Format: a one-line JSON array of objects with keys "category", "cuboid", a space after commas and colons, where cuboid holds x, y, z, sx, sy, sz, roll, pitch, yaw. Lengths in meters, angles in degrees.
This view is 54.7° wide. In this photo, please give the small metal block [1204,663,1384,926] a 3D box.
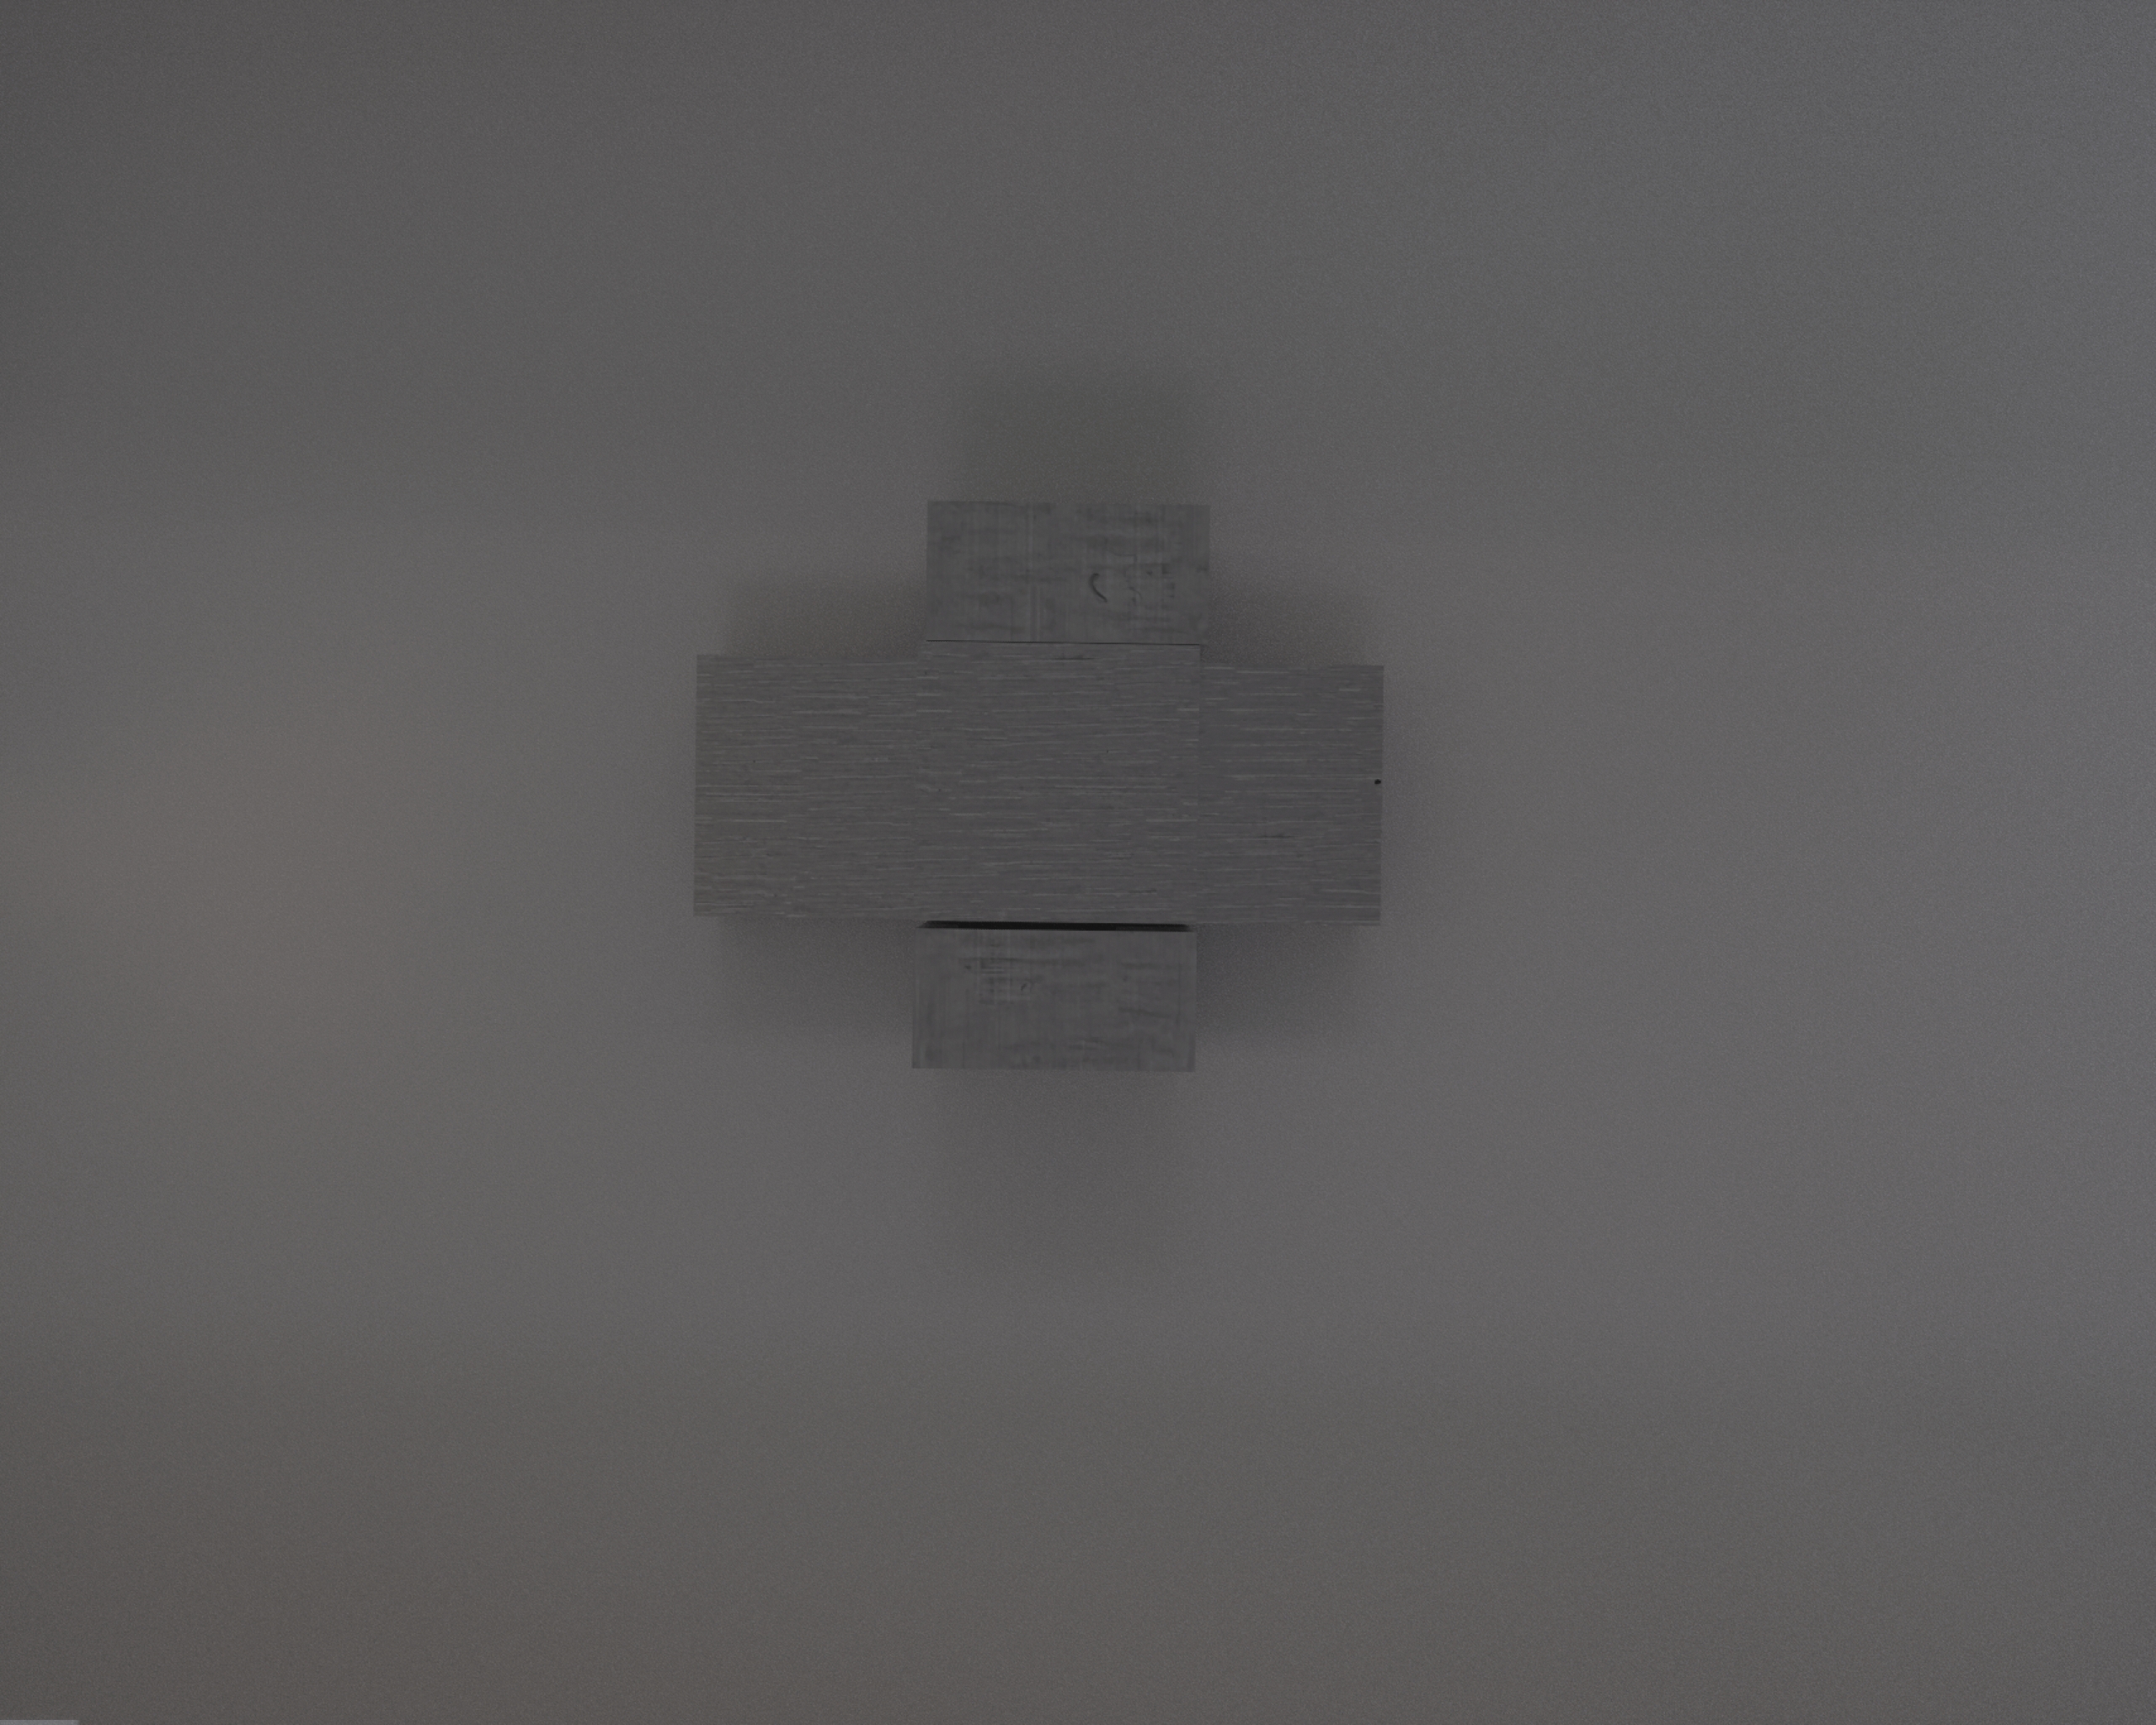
[{"category": "small metal block", "cuboid": [0.033, -0.013, 0.410, 0.050, 0.025, 0.050, 1, 90, -1]}]

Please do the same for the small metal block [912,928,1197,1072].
[{"category": "small metal block", "cuboid": [-0.004, 0.024, 0.396, 0.050, 0.050, 0.025, 1, 90, 0]}]

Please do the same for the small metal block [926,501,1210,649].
[{"category": "small metal block", "cuboid": [-0.002, -0.052, 0.396, 0.050, 0.050, 0.025, 1, 90, 0]}]

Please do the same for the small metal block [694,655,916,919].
[{"category": "small metal block", "cuboid": [-0.047, -0.014, 0.409, 0.050, 0.025, 0.050, 1, 90, 0]}]

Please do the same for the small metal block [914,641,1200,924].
[{"category": "small metal block", "cuboid": [-0.004, -0.014, 0.384, 0.050, 0.025, 0.050, 1, 90, -1]}]
